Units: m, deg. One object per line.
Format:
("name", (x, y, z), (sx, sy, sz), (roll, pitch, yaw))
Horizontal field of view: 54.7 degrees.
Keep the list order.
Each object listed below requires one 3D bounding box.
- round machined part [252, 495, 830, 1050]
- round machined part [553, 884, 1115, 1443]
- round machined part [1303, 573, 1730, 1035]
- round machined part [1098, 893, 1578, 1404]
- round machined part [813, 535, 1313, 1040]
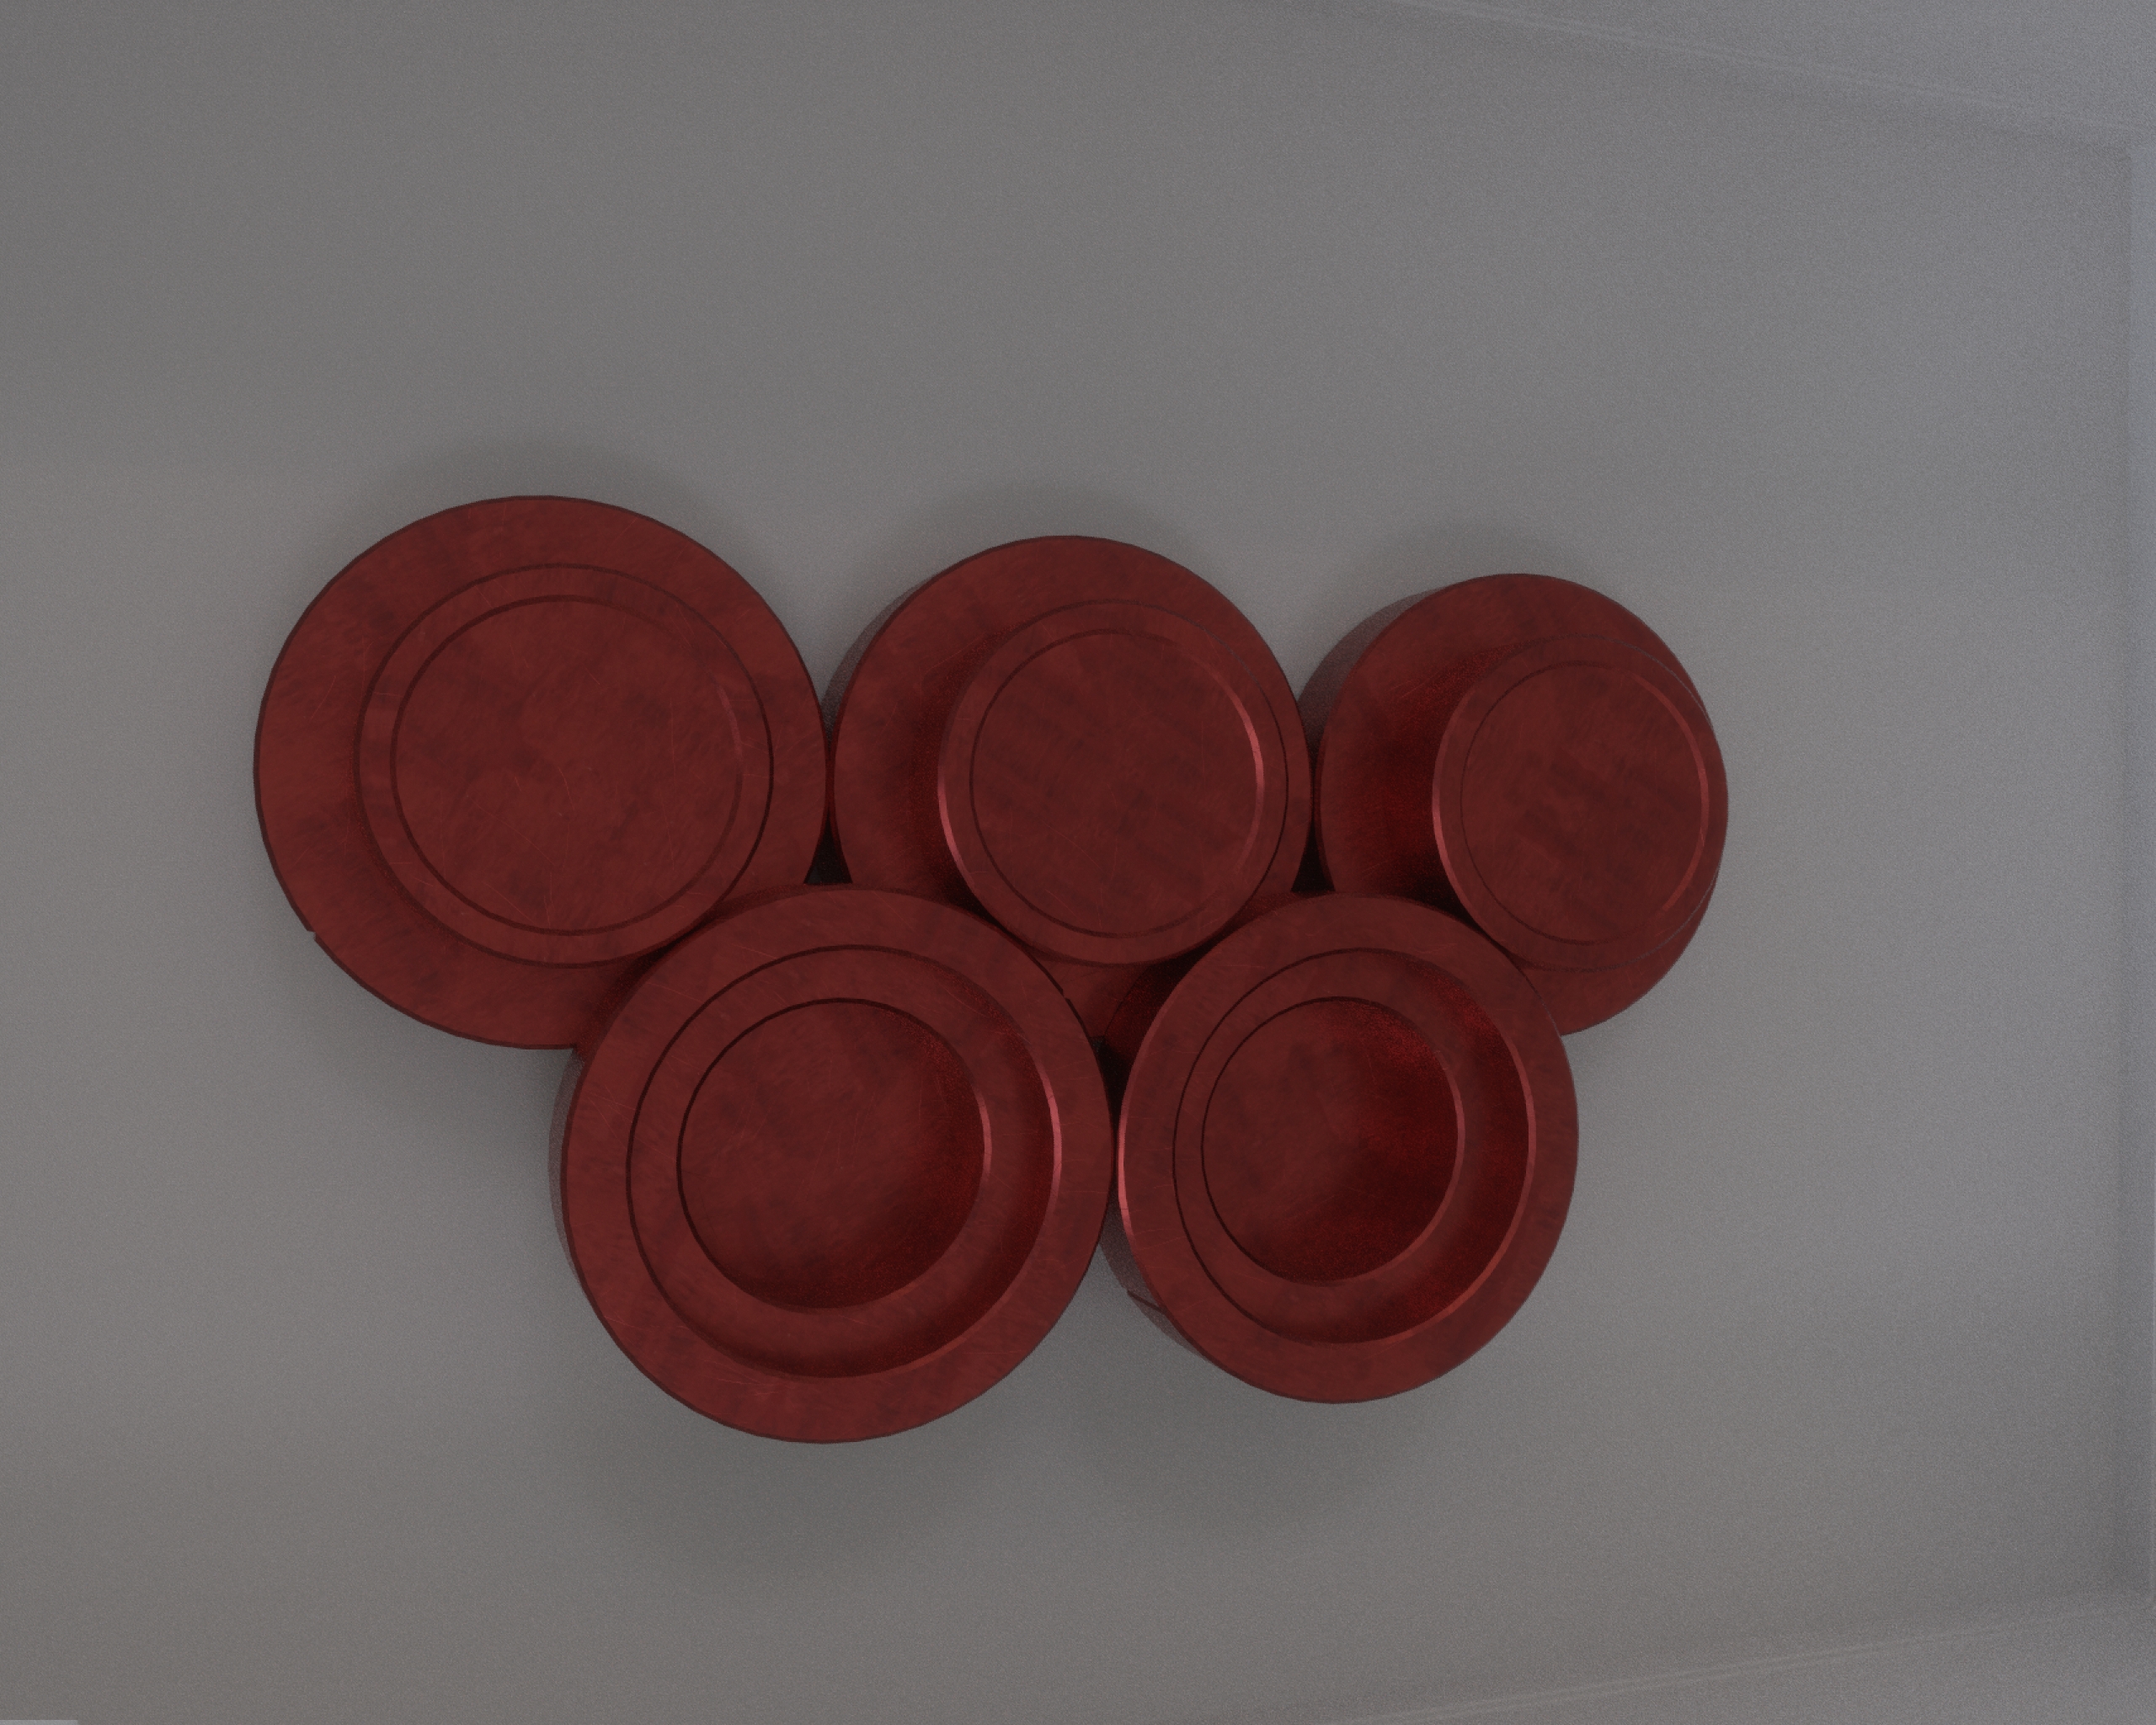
("round machined part", (-0.091, -0.016, 0.365), (0.099, 0.042, 0.097), (0, 89, -21))
("round machined part", (-0.046, 0.052, 0.382), (0.099, 0.042, 0.097), (0, 90, -20))
("round machined part", (0.094, -0.012, 0.433), (0.099, 0.042, 0.097), (0, 89, -20))
("round machined part", (0.046, 0.054, 0.417), (0.099, 0.042, 0.097), (0, 90, -20))
("round machined part", (0.001, -0.014, 0.399), (0.099, 0.042, 0.097), (0, 89, -20))
